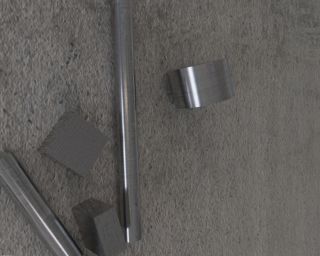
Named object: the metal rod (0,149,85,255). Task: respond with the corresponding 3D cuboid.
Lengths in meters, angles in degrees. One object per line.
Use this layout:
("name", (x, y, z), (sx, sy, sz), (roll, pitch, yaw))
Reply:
("metal rod", (-0.086, 0.153, 0.332), (0.025, 0.025, 0.299), (-39, 114, -33))

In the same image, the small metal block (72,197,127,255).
("small metal block", (-0.066, 0.107, 0.334), (0.025, 0.050, 0.050), (-24, 105, -38))

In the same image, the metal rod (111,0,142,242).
("metal rod", (-0.040, -0.015, 0.370), (0.025, 0.025, 0.298), (-4, 93, -40))

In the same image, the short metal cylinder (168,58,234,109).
("short metal cylinder", (0.055, -0.060, 0.415), (0.081, 0.080, 0.050), (-22, 104, -38))

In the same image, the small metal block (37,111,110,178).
("small metal block", (-0.091, 0.018, 0.329), (0.050, 0.025, 0.050), (43, 64, -32))
